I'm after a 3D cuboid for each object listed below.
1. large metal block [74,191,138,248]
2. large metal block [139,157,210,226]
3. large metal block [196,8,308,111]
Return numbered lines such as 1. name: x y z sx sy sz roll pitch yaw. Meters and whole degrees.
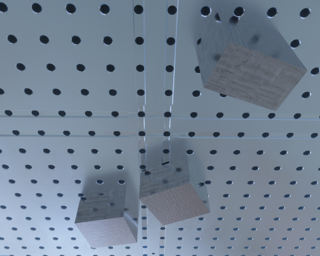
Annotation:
1. large metal block: -0.087 0.158 0.528 0.080 0.050 0.080 -10 130 8
2. large metal block: 0.023 0.100 0.481 0.080 0.050 0.080 -21 127 16
3. large metal block: 0.087 -0.071 0.317 0.081 0.080 0.050 16 128 -14
